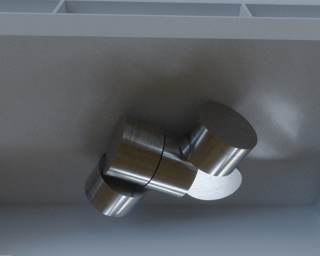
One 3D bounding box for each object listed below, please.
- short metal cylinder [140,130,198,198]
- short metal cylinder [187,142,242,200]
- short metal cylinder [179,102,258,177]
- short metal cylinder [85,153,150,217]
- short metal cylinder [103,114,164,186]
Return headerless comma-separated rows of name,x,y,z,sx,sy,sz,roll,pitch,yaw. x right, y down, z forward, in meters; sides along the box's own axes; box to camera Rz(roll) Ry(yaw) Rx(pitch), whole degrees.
short metal cylinder,0.011,0.047,0.412,0.050,0.080,0.079,21,127,-17
short metal cylinder,0.071,0.058,0.440,0.081,0.050,0.079,0,130,0
short metal cylinder,0.071,0.013,0.383,0.081,0.080,0.050,18,128,-15
short metal cylinder,-0.058,0.076,0.435,0.080,0.080,0.050,23,126,-19
short metal cylinder,-0.035,0.028,0.394,0.050,0.080,0.079,20,127,-17
